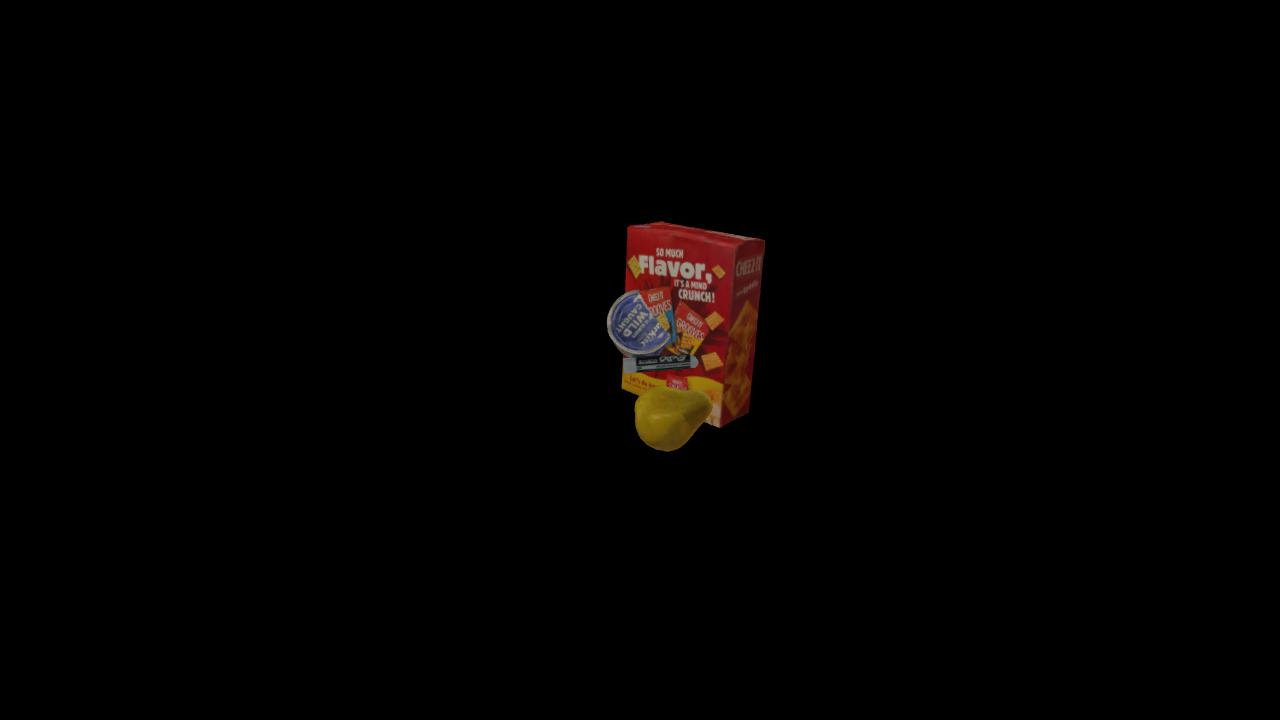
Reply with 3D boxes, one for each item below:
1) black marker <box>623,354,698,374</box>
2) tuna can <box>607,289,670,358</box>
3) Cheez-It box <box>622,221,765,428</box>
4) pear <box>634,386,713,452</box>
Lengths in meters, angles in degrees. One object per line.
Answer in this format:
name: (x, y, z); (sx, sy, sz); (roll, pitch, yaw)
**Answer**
black marker: (0.040, 0.003, 0.727); (0.121, 0.020, 0.020); (-4, 0, -2)
tuna can: (0.003, -0.043, 0.762); (0.084, 0.084, 0.034); (0, -16, 6)
Cheez-It box: (0.059, -0.048, 0.759); (0.166, 0.223, 0.071); (19, 28, 38)
pear: (0.051, 0.065, 0.734); (0.111, 0.080, 0.080); (-12, -3, 16)
